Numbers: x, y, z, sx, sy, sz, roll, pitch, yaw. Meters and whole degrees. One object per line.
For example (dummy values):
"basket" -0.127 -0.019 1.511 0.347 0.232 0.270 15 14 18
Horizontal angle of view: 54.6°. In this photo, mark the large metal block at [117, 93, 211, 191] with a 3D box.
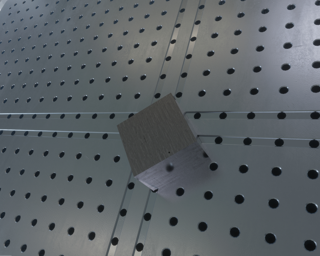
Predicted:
"large metal block" 0.003 0.017 0.381 0.080 0.050 0.080 -31 52 8
